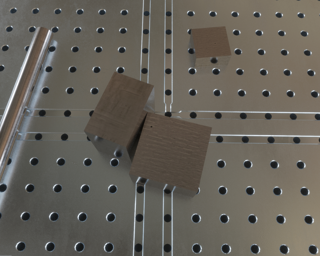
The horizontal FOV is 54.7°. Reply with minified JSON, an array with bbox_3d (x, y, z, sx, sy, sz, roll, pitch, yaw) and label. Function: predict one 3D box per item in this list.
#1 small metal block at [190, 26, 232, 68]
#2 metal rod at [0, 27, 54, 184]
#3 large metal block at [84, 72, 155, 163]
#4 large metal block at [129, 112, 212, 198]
[{"bbox_3d":[0.073,-0.119,0.456,0.050,0.025,0.050,-6,70,-3],"label":"small metal block"},{"bbox_3d":[-0.198,-0.004,0.410,0.025,0.025,0.299,10,70,3],"label":"metal rod"},{"bbox_3d":[-0.045,-0.010,0.386,0.050,0.080,0.080,21,71,7],"label":"large metal block"},{"bbox_3d":[0.014,0.034,0.386,0.080,0.050,0.080,14,71,4],"label":"large metal block"}]
